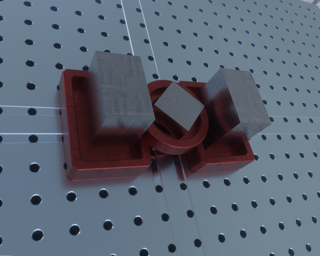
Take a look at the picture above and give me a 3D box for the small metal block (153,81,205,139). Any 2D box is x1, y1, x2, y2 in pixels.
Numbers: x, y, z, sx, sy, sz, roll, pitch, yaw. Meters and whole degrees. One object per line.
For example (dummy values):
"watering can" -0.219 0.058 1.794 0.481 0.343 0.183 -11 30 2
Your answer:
"small metal block" 0.019 -0.022 0.379 0.050 0.025 0.050 38 51 -3

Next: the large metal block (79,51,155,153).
"large metal block" -0.052 -0.025 0.343 0.050 0.080 0.080 1 62 -28

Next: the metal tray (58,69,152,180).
"metal tray" -0.068 -0.007 0.371 0.091 0.030 0.130 1 61 -28

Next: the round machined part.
"round machined part" 0.009 -0.010 0.397 0.099 0.042 0.098 14 56 -21

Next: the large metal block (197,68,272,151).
"large metal block" 0.091 -0.022 0.418 0.050 0.080 0.080 1 61 -28

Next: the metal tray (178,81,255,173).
"metal tray" 0.073 -0.005 0.445 0.091 0.030 0.130 0 62 -28
